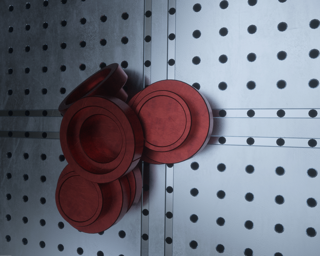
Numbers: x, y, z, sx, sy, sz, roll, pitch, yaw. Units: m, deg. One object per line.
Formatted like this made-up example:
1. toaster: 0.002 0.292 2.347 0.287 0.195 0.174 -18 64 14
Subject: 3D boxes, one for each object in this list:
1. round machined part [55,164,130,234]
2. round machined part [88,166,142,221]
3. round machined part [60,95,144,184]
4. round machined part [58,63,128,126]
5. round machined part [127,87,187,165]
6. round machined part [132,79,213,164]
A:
1. round machined part: -0.091 0.085 0.391 0.098 0.042 0.097 0 90 20
2. round machined part: -0.077 0.075 0.409 0.098 0.042 0.097 0 90 20
3. round machined part: -0.062 0.011 0.358 0.098 0.042 0.097 4 99 22
4. round machined part: -0.082 -0.040 0.413 0.098 0.098 0.042 -29 116 17
5. round machined part: -0.004 -0.003 0.383 0.098 0.042 0.097 0 90 20
6. round machined part: 0.008 -0.007 0.355 0.098 0.042 0.097 0 89 20
